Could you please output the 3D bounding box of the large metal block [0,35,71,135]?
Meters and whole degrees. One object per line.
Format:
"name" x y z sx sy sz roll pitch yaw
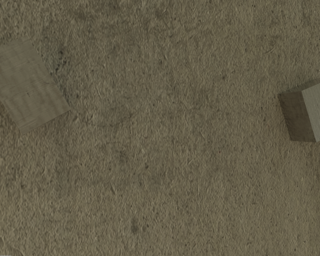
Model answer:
"large metal block" -0.141 -0.041 0.328 0.050 0.080 0.080 -32 101 -17

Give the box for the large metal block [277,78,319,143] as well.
"large metal block" 0.243 -0.030 0.485 0.081 0.050 0.080 -22 98 -19
